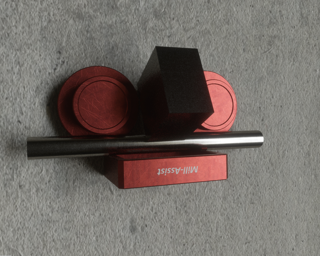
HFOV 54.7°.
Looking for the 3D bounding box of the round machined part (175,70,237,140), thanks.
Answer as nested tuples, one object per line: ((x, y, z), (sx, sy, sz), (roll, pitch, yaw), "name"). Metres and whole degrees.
((0.065, -0.031, 0.425), (0.099, 0.042, 0.097), (0, 90, -21), "round machined part")

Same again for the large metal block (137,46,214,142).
((0.013, -0.036, 0.358), (0.050, 0.080, 0.080), (-2, 67, -21), "large metal block")

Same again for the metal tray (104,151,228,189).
((0.004, 0.046, 0.378), (0.131, 0.090, 0.030), (-1, 91, -20), "metal tray")

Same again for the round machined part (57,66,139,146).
((-0.072, -0.027, 0.373), (0.099, 0.042, 0.097), (0, 90, -21), "round machined part")

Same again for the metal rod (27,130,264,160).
((-0.002, 0.019, 0.389), (0.303, 0.025, 0.025), (-1, 91, -21), "metal rod")
